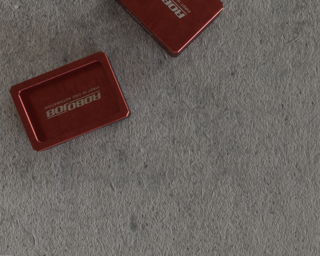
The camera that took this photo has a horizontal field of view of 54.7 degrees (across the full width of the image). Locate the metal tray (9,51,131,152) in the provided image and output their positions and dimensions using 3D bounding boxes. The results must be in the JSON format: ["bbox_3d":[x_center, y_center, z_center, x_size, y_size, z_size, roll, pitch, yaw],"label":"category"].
[{"bbox_3d":[-0.115,-0.034,0.406,0.131,0.030,0.090,-22,90,0],"label":"metal tray"}]

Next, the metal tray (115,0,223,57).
[{"bbox_3d":[0.006,-0.170,0.407,0.090,0.030,0.130,-45,90,0],"label":"metal tray"}]
